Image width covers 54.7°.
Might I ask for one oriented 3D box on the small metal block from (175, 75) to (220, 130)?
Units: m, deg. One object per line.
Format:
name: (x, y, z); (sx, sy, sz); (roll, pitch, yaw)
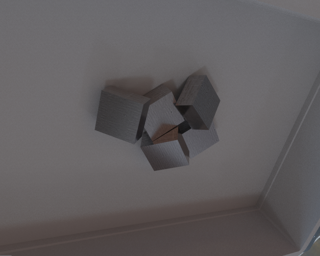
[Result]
small metal block: (0.051, -0.032, 0.401); (0.050, 0.025, 0.050); (51, 53, -40)

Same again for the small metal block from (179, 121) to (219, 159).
small metal block: (0.052, 0.008, 0.442); (0.050, 0.025, 0.050); (-31, 129, -8)

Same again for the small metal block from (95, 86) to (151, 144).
small metal block: (-0.043, -0.016, 0.357); (0.050, 0.025, 0.050); (20, 114, 10)

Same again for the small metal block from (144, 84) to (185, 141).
small metal block: (-0.003, -0.019, 0.394); (0.050, 0.025, 0.050); (-33, 129, -7)

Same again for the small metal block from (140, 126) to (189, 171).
small metal block: (0.008, 0.029, 0.415); (0.050, 0.025, 0.050); (-12, 130, 17)
